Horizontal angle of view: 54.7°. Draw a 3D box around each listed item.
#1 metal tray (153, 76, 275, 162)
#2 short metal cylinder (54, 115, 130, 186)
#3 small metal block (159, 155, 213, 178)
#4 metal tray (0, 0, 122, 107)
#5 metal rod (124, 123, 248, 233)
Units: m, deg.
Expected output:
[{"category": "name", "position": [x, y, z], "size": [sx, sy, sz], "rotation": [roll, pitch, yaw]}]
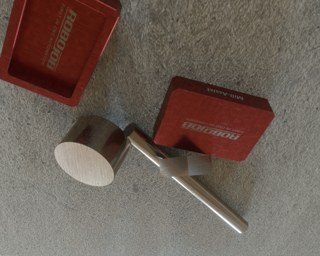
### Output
[{"category": "metal tray", "position": [0.066, -0.008, 0.398], "size": [0.131, 0.030, 0.089], "rotation": [13, 129, -11]}, {"category": "short metal cylinder", "position": [-0.086, 0.030, 0.400], "size": [0.080, 0.050, 0.079], "rotation": [12, 135, 13]}, {"category": "small metal block", "position": [0.035, 0.052, 0.420], "size": [0.050, 0.025, 0.050], "rotation": [4, 168, -45]}, {"category": "metal tray", "position": [-0.107, -0.091, 0.324], "size": [0.091, 0.030, 0.129], "rotation": [22, 127, -19]}, {"category": "metal rod", "position": [0.054, 0.091, 0.485], "size": [0.025, 0.025, 0.300], "rotation": [-32, 124, 24]}]
